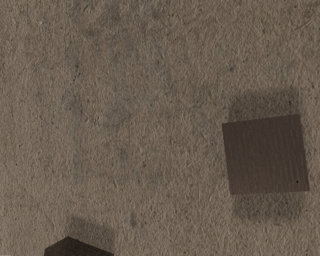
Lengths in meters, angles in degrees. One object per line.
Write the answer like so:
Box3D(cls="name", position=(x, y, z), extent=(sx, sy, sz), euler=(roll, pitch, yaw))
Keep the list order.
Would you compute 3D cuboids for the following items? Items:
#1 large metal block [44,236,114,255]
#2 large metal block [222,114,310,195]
Box3D(cls="large metal block", position=(-0.119, 0.212, 0.436), extent=(0.080, 0.050, 0.079), euler=(13, 94, 19))
Box3D(cls="large metal block", position=(0.119, 0.029, 0.354), extent=(0.080, 0.050, 0.080), euler=(-7, 88, 19))
